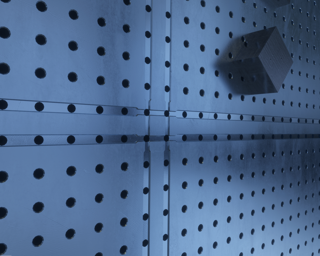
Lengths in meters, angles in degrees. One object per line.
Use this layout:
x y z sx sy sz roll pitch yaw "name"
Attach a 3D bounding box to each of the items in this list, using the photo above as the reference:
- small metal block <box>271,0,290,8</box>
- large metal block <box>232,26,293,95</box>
0.233 -0.274 0.603 0.050 0.025 0.050 22 76 -38 "small metal block"
0.183 -0.117 0.546 0.080 0.050 0.080 49 61 -29 "large metal block"
